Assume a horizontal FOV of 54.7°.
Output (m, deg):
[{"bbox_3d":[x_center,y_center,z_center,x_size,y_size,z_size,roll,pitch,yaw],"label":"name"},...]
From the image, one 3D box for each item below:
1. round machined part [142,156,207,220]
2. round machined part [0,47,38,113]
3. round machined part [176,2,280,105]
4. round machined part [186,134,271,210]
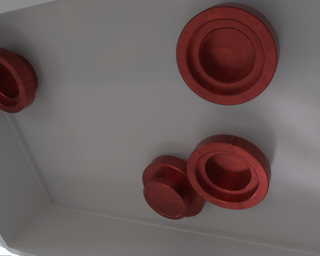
[{"bbox_3d":[0.016,0.090,0.438,0.098,0.042,0.097,19,131,23],"label":"round machined part"},{"bbox_3d":[-0.228,-0.075,0.472,0.098,0.042,0.097,13,124,21],"label":"round machined part"},{"bbox_3d":[0.070,-0.076,0.314,0.098,0.042,0.097,13,124,21],"label":"round machined part"},{"bbox_3d":[0.086,0.049,0.383,0.098,0.042,0.097,13,124,20],"label":"round machined part"}]
